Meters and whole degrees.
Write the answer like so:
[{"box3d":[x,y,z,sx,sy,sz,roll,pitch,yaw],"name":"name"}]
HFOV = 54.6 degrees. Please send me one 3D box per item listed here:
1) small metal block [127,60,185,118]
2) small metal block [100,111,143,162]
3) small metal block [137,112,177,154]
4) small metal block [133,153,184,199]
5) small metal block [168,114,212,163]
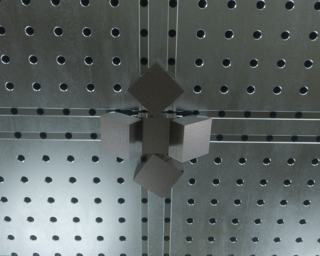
[{"box3d":[-0.005,-0.050,0.395,0.050,0.025,0.050,-42,104,13],"name":"small metal block"},{"box3d":[-0.050,0.010,0.403,0.050,0.025,0.050,17,115,33],"name":"small metal block"},{"box3d":[-0.004,0.006,0.415,0.050,0.025,0.050,1,109,-1],"name":"small metal block"},{"box3d":[-0.002,0.063,0.436,0.050,0.025,0.050,33,107,-10],"name":"small metal block"},{"box3d":[0.039,0.012,0.403,0.050,0.025,0.050,-14,116,-39],"name":"small metal block"}]
